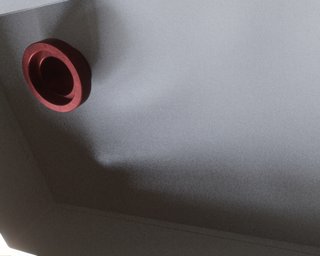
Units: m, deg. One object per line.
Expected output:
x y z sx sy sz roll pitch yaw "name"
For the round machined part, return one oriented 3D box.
-0.134 -0.074 0.424 0.098 0.042 0.097 13 124 21 "round machined part"
